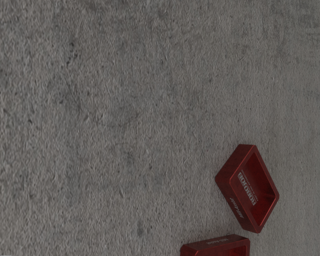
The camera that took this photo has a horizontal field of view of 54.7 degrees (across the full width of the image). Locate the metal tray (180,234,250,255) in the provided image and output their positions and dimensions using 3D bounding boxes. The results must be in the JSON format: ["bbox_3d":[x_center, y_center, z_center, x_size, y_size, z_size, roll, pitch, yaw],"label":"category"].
[{"bbox_3d":[0.086,0.219,0.472,0.131,0.030,0.089,7,86,-40],"label":"metal tray"}]

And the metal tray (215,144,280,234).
[{"bbox_3d":[0.153,0.103,0.528,0.090,0.030,0.130,-46,118,-30],"label":"metal tray"}]
